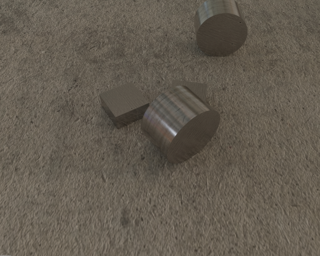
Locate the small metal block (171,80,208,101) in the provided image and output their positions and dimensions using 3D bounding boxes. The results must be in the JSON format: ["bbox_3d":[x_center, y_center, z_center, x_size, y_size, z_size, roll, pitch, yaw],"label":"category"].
[{"bbox_3d":[0.039,-0.039,0.437,0.050,0.025,0.050,8,50,6],"label":"small metal block"}]

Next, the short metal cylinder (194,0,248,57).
[{"bbox_3d":[0.098,-0.165,0.507,0.081,0.080,0.050,0,50,-1],"label":"short metal cylinder"}]

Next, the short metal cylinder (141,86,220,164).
[{"bbox_3d":[0.025,-0.004,0.371,0.081,0.080,0.050,-30,57,-23],"label":"short metal cylinder"}]

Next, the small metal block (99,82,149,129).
[{"bbox_3d":[-0.049,-0.032,0.430,0.050,0.025,0.050,-25,55,-20],"label":"small metal block"}]
